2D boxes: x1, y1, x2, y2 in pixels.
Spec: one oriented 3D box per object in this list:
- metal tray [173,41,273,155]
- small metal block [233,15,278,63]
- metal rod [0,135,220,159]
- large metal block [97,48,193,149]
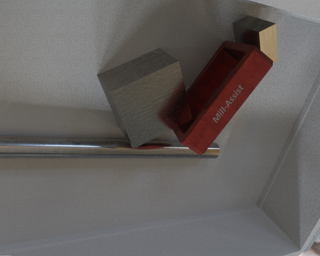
[{"bbox_3d":[0.066,-0.041,0.375,0.030,0.090,0.130,33,100,-19],"label":"metal tray"},{"bbox_3d":[0.121,-0.109,0.393,0.025,0.050,0.050,-29,128,-11],"label":"small metal block"},{"bbox_3d":[-0.046,0.027,0.401,0.303,0.025,0.025,3,117,-30],"label":"metal rod"},{"bbox_3d":[-0.016,-0.035,0.363,0.080,0.050,0.080,-27,128,-12],"label":"large metal block"}]
